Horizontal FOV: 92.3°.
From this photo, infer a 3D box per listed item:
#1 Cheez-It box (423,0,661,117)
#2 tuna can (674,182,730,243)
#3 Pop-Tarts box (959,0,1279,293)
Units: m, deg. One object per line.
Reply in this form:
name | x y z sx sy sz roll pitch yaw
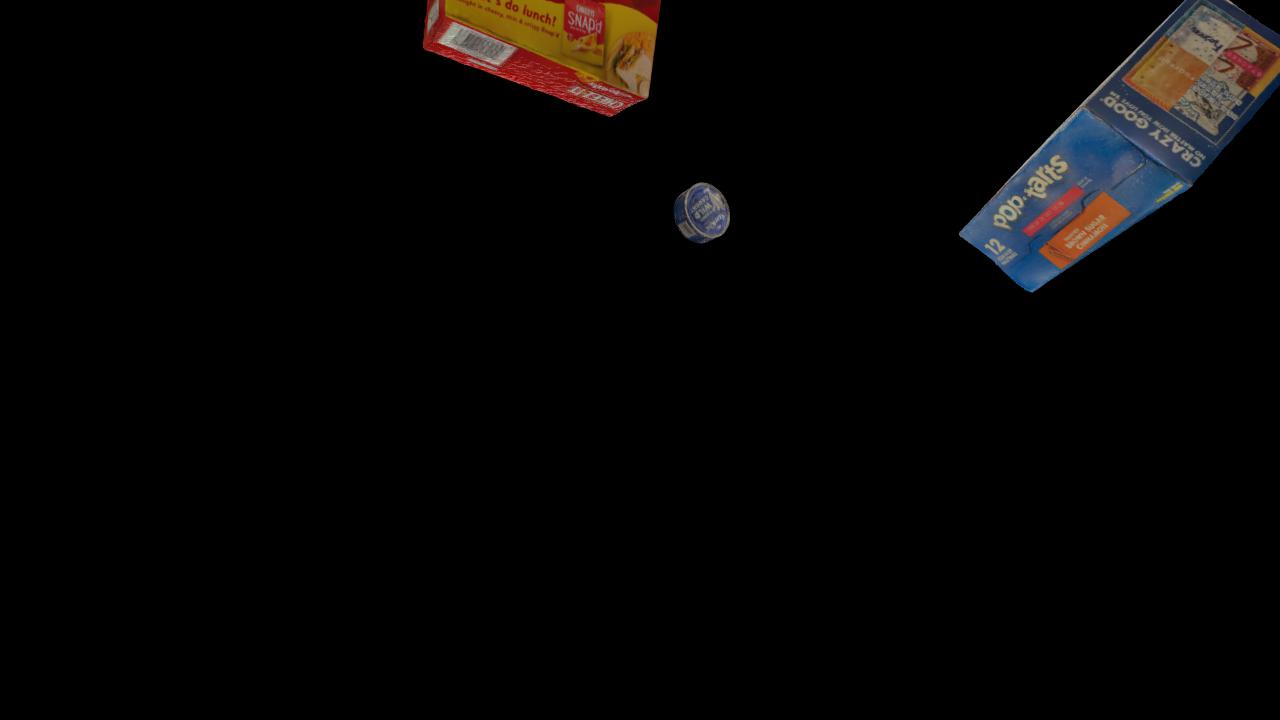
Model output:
Cheez-It box | -0.063 -0.322 0.461 0.166 0.223 0.071 6 2 -34
tuna can | 0.092 -0.217 0.915 0.084 0.084 0.034 0 -8 -32
Pop-Tarts box | 0.352 -0.153 0.464 0.141 0.083 0.167 -43 -13 -11
